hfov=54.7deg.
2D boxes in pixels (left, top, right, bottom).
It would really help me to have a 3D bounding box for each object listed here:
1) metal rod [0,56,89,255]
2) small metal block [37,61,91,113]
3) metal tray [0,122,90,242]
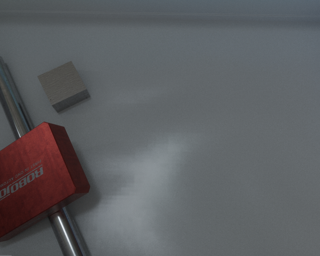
[{"bbox_3d":[-0.165,0.028,0.397,0.025,0.025,0.299,-27,73,-10],"label":"metal rod"},{"bbox_3d":[-0.132,-0.057,0.429,0.050,0.025,0.050,-28,73,-10],"label":"small metal block"},{"bbox_3d":[-0.155,0.063,0.358,0.130,0.030,0.090,-31,73,10],"label":"metal tray"}]
